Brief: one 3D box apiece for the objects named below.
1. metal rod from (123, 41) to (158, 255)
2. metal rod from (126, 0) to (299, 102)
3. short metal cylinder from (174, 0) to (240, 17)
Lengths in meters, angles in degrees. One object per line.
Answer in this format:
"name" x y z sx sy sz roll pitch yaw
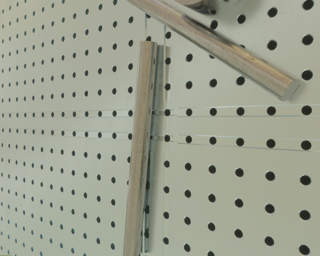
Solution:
"metal rod" -0.028 0.033 0.430 0.025 0.025 0.298 8 95 39
"metal rod" 0.033 -0.124 0.380 0.300 0.025 0.025 43 116 31
"short metal cylinder" 0.053 -0.172 0.348 0.080 0.050 0.079 0 90 39
